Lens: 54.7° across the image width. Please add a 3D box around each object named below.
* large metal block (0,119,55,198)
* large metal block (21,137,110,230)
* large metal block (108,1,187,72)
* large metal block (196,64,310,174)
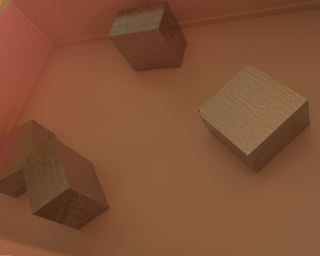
[{"bbox_3d":[-0.206,0.046,0.467,0.080,0.050,0.080,-28,52,10],"label":"large metal block"},{"bbox_3d":[-0.117,0.071,0.387,0.050,0.080,0.080,-36,51,4],"label":"large metal block"},{"bbox_3d":[-0.015,-0.131,0.457,0.080,0.080,0.050,0,62,28],"label":"large metal block"},{"bbox_3d":[0.102,-0.011,0.342,0.080,0.050,0.080,-43,51,-2],"label":"large metal block"}]
